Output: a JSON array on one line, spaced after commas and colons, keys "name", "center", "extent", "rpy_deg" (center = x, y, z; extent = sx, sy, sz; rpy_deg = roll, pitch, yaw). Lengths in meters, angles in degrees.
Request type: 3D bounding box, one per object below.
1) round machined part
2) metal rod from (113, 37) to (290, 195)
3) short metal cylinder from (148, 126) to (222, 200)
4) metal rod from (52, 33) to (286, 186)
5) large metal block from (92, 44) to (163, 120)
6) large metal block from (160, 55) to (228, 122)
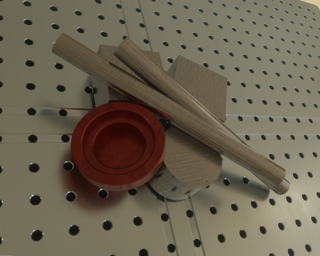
[{"name": "round machined part", "center": [-0.044, 0.023, 0.341], "extent": [0.099, 0.042, 0.098], "rpy_deg": [1, 61, -1]}, {"name": "metal rod", "center": [0.066, -0.002, 0.392], "extent": [0.301, 0.025, 0.025], "rpy_deg": [39, 50, -21]}, {"name": "short metal cylinder", "center": [0.027, 0.041, 0.376], "extent": [0.081, 0.050, 0.080], "rpy_deg": [14, 56, -21]}, {"name": "metal rod", "center": [0.019, -0.015, 0.357], "extent": [0.301, 0.025, 0.025], "rpy_deg": [31, 52, -10]}, {"name": "large metal block", "center": [-0.039, -0.054, 0.396], "extent": [0.081, 0.050, 0.080], "rpy_deg": [1, 61, -28]}, {"name": "large metal block", "center": [0.046, -0.044, 0.437], "extent": [0.080, 0.050, 0.080], "rpy_deg": [22, 54, -15]}]
